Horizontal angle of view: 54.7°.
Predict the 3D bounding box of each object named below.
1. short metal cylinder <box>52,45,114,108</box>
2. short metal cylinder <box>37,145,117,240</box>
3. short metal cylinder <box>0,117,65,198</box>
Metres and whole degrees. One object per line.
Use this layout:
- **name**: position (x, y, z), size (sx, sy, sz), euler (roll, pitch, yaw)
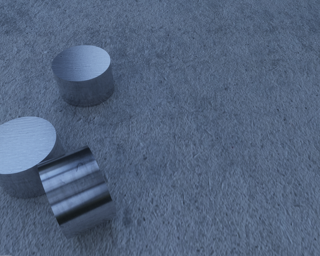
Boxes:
- **short metal cylinder**: position (-0.109, -0.076, 0.450), size (0.080, 0.050, 0.080), euler (0, 50, 0)
- **short metal cylinder**: position (-0.083, 0.063, 0.314), size (0.050, 0.080, 0.080), euler (-22, 54, -18)
- **short metal cylinder**: position (-0.153, 0.033, 0.356), size (0.080, 0.050, 0.080), euler (-1, 48, 2)
